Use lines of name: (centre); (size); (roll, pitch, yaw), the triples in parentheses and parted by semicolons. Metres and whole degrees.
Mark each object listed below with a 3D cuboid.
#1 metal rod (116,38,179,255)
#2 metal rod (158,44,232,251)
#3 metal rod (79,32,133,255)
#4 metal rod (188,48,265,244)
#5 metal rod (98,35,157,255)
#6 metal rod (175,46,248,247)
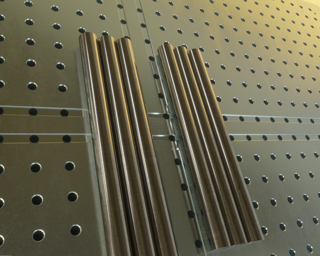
metal rod: (-0.023, 0.009, 0.389); (0.025, 0.025, 0.299); (1, 61, -28)
metal rod: (0.040, 0.008, 0.423); (0.025, 0.025, 0.299); (1, 61, -28)
metal rod: (-0.068, 0.008, 0.366); (0.025, 0.025, 0.299); (1, 61, -28)
metal rod: (0.086, 0.009, 0.447); (0.025, 0.025, 0.299); (1, 61, -28)
metal rod: (-0.045, 0.009, 0.377); (0.025, 0.025, 0.299); (1, 61, -28)
metal rod: (0.062, 0.009, 0.435); (0.025, 0.025, 0.299); (1, 61, -28)
